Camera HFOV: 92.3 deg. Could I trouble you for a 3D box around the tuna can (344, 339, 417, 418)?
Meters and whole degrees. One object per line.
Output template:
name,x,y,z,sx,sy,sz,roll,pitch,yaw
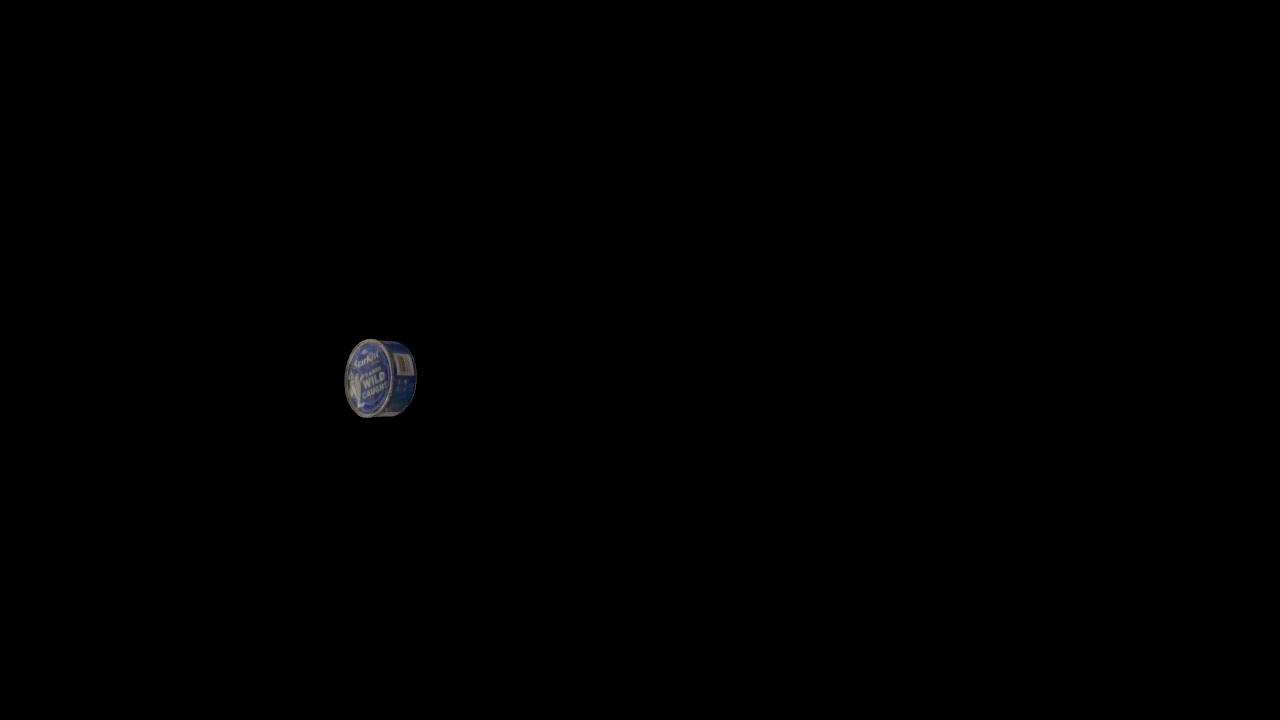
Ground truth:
tuna can,-0.279,0.020,0.663,0.084,0.084,0.034,0,-2,33
